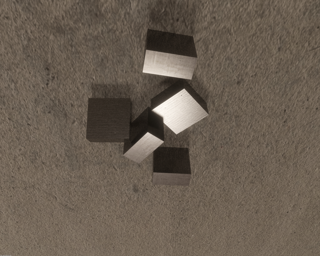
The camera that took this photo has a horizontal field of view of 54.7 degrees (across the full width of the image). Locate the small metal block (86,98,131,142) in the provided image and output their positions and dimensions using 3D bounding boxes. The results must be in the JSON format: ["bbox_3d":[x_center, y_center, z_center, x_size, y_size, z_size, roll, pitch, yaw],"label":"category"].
[{"bbox_3d":[-0.061,-0.009,0.379,0.050,0.050,0.025,1,167,-1],"label":"small metal block"}]

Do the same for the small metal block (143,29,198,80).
[{"bbox_3d":[0.009,-0.078,0.325,0.050,0.050,0.025,7,130,-7],"label":"small metal block"}]

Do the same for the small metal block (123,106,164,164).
[{"bbox_3d":[-0.021,0.009,0.398,0.025,0.050,0.050,32,123,-25],"label":"small metal block"}]

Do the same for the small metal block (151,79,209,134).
[{"bbox_3d":[0.024,-0.026,0.385,0.050,0.025,0.050,-33,123,24],"label":"small metal block"}]

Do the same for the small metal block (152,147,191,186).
[{"bbox_3d":[0.015,0.053,0.437,0.050,0.050,0.025,3,130,-3],"label":"small metal block"}]
